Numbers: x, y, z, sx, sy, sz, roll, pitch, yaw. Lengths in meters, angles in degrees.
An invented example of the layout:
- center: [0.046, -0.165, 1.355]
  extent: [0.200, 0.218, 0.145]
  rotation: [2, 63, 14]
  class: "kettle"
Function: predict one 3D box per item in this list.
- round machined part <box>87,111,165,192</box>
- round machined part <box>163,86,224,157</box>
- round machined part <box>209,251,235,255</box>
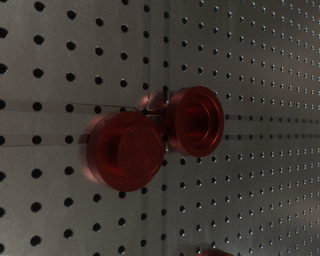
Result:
- center: [-0.033, 0.028, 0.372]
  extent: [0.099, 0.042, 0.097]
  rotation: [0, 90, -40]
  class: "round machined part"
- center: [0.043, -0.009, 0.437]
  extent: [0.099, 0.042, 0.097]
  rotation: [0, 90, -40]
  class: "round machined part"
- center: [0.102, 0.250, 0.488]
  extent: [0.099, 0.042, 0.097]
  rotation: [0, 90, -40]
  class: "round machined part"
